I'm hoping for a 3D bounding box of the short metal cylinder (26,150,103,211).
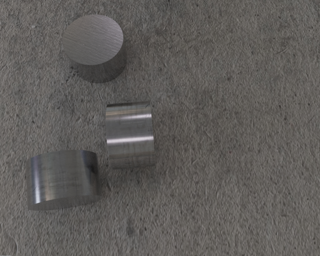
[{"bbox_3d":[-0.109,0.061,0.356,0.081,0.080,0.050,-10,71,-4],"label":"short metal cylinder"}]

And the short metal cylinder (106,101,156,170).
[{"bbox_3d":[-0.034,0.008,0.375,0.050,0.080,0.080,-5,70,-2],"label":"short metal cylinder"}]

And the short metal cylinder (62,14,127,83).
[{"bbox_3d":[-0.089,-0.110,0.434,0.081,0.050,0.080,0,70,0],"label":"short metal cylinder"}]
